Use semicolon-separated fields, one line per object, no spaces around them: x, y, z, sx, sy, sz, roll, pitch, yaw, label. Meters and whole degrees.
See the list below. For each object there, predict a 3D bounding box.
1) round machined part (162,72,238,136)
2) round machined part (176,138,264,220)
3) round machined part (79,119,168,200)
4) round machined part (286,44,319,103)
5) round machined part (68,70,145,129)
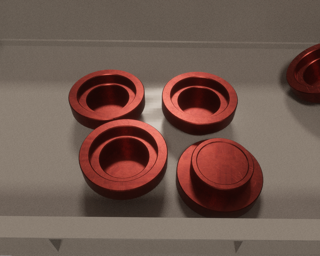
0.052;-0.028;0.419;0.099;0.042;0.098;0;50;0;round machined part
0.068;0.050;0.353;0.099;0.042;0.098;0;50;0;round machined part
-0.041;0.040;0.360;0.099;0.042;0.098;0;50;0;round machined part
0.236;-0.074;0.440;0.098;0.042;0.098;-24;43;24;round machined part
-0.069;-0.032;0.419;0.099;0.042;0.098;0;48;0;round machined part
